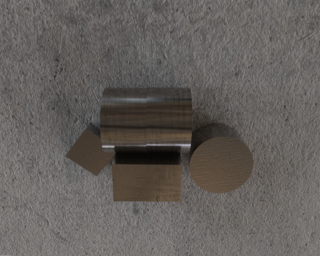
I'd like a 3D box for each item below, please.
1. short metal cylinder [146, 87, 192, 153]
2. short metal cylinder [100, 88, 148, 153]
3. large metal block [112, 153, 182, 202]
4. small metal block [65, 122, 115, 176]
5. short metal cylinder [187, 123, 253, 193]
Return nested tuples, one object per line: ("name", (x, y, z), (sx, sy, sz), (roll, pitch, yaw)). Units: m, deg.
("short metal cylinder", (0.010, -0.010, 0.379), (0.050, 0.080, 0.079), (1, 110, 0))
("short metal cylinder", (-0.040, -0.009, 0.378), (0.050, 0.080, 0.079), (1, 110, 0))
("large metal block", (-0.015, 0.051, 0.401), (0.081, 0.080, 0.050), (1, 110, -1))
("small metal block", (-0.090, 0.029, 0.421), (0.050, 0.025, 0.050), (36, 106, -13))
("short metal cylinder", (0.077, 0.039, 0.412), (0.081, 0.050, 0.079), (0, 110, 0))
